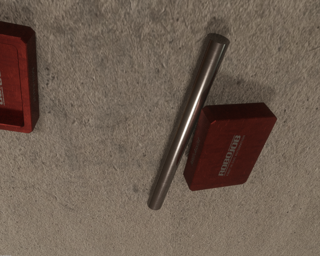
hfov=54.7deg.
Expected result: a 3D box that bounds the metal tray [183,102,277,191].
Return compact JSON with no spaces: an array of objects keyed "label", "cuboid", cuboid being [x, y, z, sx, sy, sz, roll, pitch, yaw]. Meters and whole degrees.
[{"label":"metal tray","cuboid":[0.089,0.028,0.414,0.091,0.030,0.129,-4,132,-17]}]

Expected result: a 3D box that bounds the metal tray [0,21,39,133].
[{"label":"metal tray","cuboid":[-0.191,-0.056,0.352,0.091,0.030,0.129,9,130,-8]}]

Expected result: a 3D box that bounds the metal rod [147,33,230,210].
[{"label":"metal rod","cuboid":[0.026,0.016,0.420,0.025,0.025,0.298,10,129,-9]}]
